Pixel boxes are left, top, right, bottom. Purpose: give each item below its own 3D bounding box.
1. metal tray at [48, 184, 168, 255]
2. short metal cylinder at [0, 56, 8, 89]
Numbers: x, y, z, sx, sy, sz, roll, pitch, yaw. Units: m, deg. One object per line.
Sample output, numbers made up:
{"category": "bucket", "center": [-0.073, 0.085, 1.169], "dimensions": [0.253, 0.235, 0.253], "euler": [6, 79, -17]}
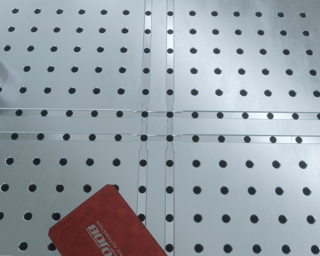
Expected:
{"category": "metal tray", "center": [-0.053, 0.142, 0.356], "dimensions": [0.090, 0.030, 0.130], "euler": [-38, 74, -13]}
{"category": "short metal cylinder", "center": [-0.262, -0.085, 0.427], "dimensions": [0.081, 0.050, 0.080], "euler": [0, 70, 0]}
